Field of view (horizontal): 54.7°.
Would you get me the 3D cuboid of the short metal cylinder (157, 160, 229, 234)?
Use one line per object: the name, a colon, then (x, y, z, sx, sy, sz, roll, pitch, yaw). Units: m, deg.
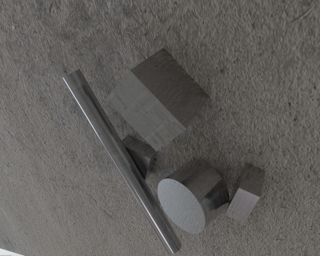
short metal cylinder: (0.043, 0.090, 0.408, 0.080, 0.050, 0.079, 28, 133, 36)

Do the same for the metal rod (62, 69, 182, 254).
metal rod: (-0.045, 0.057, 0.433, 0.025, 0.025, 0.299, -16, 110, 34)

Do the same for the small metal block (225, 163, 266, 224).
small metal block: (0.106, 0.080, 0.384, 0.025, 0.050, 0.050, 24, 127, 12)

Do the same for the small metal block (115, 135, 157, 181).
small metal block: (-0.035, 0.045, 0.453, 0.050, 0.025, 0.050, 25, 127, 13)

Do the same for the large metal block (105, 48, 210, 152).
large metal block: (0.000, -0.034, 0.350, 0.080, 0.080, 0.050, 46, 129, -4)
